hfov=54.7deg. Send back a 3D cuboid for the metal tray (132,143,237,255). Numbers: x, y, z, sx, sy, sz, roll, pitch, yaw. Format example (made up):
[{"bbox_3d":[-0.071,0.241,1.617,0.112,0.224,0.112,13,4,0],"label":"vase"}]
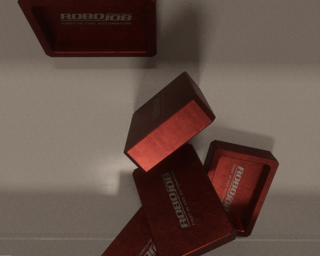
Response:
[{"bbox_3d":[0.026,0.093,0.390,0.090,0.130,0.030,-27,143,5],"label":"metal tray"}]

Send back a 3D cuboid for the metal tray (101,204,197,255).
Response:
[{"bbox_3d":[-0.004,0.152,0.400,0.090,0.131,0.030,29,147,23],"label":"metal tray"}]

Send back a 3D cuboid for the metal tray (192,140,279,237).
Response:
[{"bbox_3d":[0.102,0.088,0.442,0.091,0.030,0.129,12,110,-5],"label":"metal tray"}]

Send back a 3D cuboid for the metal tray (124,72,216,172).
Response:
[{"bbox_3d":[0.008,-0.014,0.350,0.090,0.130,0.030,-38,106,13],"label":"metal tray"}]

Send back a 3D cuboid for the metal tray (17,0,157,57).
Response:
[{"bbox_3d":[-0.069,-0.116,0.335,0.131,0.090,0.030,0,66,-1],"label":"metal tray"}]
